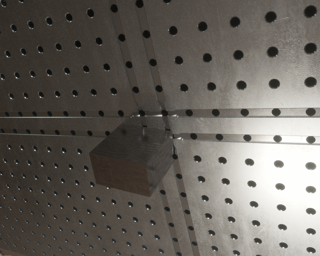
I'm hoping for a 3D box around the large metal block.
[{"bbox_3d":[-0.034,0.039,0.417,0.080,0.080,0.050,8,122,23],"label":"large metal block"}]
